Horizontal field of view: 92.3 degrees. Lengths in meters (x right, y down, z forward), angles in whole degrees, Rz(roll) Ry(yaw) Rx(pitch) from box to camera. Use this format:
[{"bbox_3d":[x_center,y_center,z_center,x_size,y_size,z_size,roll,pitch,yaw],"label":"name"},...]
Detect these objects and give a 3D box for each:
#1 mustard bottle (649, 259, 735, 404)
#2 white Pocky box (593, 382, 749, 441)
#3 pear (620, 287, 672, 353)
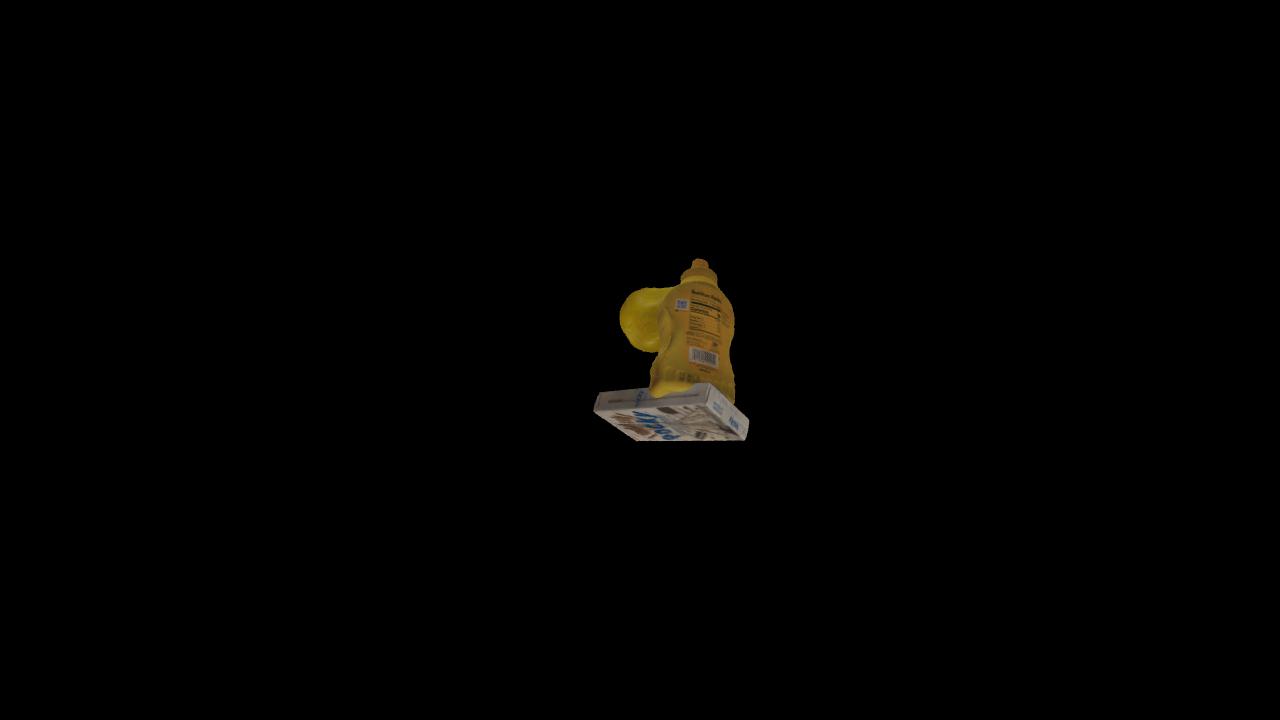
[{"bbox_3d":[0.062,-0.036,0.675,0.092,0.184,0.054,13,-31,-11],"label":"mustard bottle"},{"bbox_3d":[0.032,0.059,0.664,0.154,0.028,0.084,-7,-35,40],"label":"white Pocky box"},{"bbox_3d":[0.033,-0.056,0.730,0.111,0.080,0.080,-23,-11,28],"label":"pear"}]
